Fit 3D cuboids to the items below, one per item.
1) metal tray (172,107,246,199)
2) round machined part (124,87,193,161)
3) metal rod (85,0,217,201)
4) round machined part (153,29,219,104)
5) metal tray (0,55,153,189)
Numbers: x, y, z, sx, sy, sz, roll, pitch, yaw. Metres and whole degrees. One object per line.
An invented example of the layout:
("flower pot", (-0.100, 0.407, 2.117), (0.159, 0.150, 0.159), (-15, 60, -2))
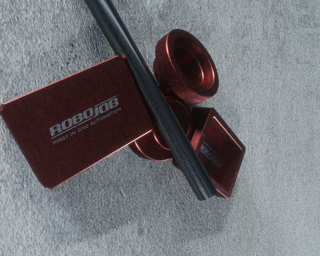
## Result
("metal tray", (0.077, 0.039, 0.453), (0.130, 0.030, 0.090), (42, 64, -44))
("round machined part", (0.004, -0.006, 0.399), (0.099, 0.042, 0.097), (0, 90, -40))
("metal rod", (-0.017, -0.051, 0.348), (0.025, 0.025, 0.299), (-34, 98, -35))
("round machined part", (0.030, -0.076, 0.405), (0.099, 0.042, 0.098), (25, 52, -36))
("metal tray", (-0.080, -0.010, 0.321), (0.131, 0.030, 0.090), (-31, 107, -27))
